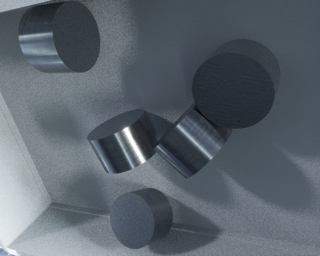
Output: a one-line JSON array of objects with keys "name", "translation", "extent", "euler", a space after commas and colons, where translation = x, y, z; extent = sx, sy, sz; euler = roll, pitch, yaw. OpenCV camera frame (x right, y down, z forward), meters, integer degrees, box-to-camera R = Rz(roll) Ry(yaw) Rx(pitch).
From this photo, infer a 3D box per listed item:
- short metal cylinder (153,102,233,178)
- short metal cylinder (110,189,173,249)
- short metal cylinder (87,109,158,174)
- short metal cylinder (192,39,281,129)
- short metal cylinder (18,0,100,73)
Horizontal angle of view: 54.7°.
[{"name": "short metal cylinder", "translation": [0.037, 0.012, 0.360], "extent": [0.050, 0.080, 0.080], "euler": [42, 129, -1]}, {"name": "short metal cylinder", "translation": [-0.028, 0.134, 0.467], "extent": [0.080, 0.050, 0.080], "euler": [-1, 87, 33]}, {"name": "short metal cylinder", "translation": [-0.047, 0.016, 0.407], "extent": [0.080, 0.080, 0.050], "euler": [-12, 112, 33]}, {"name": "short metal cylinder", "translation": [0.080, -0.046, 0.321], "extent": [0.080, 0.050, 0.079], "euler": [13, 124, 20]}, {"name": "short metal cylinder", "translation": [-0.116, -0.106, 0.367], "extent": [0.050, 0.080, 0.079], "euler": [4, 120, 26]}]
